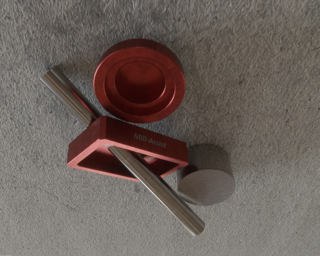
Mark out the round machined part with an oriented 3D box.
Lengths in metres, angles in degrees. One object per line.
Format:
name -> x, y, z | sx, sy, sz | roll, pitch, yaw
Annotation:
round machined part -> -0.022, -0.055, 0.349 | 0.099, 0.042, 0.097 | 0, 130, 0

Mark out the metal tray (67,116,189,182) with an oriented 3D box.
metal tray -> -0.039, 0.034, 0.399 | 0.131, 0.030, 0.090 | 20, 143, -34

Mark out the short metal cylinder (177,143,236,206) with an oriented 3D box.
short metal cylinder -> 0.065, 0.068, 0.450 | 0.081, 0.050, 0.079 | 0, 130, 0

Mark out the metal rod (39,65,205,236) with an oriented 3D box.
metal rod -> -0.036, 0.042, 0.405 | 0.025, 0.025, 0.300 | -32, 112, 24
